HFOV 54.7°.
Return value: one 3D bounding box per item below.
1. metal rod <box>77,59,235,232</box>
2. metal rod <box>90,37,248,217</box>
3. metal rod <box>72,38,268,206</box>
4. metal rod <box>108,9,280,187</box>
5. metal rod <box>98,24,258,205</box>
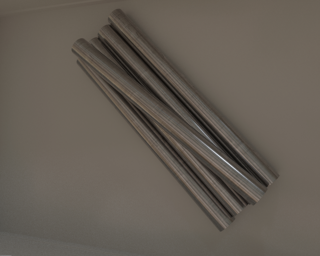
[{"bbox_3d":[-0.013,0.009,0.414,0.025,0.025,0.300,-45,76,14],"label":"metal rod"},{"bbox_3d":[0.001,-0.011,0.409,0.025,0.025,0.300,-45,76,14],"label":"metal rod"},{"bbox_3d":[0.000,-0.017,0.382,0.300,0.025,0.025,40,103,15],"label":"metal rod"},{"bbox_3d":[0.034,-0.046,0.397,0.025,0.025,0.300,-45,76,14],"label":"metal rod"},{"bbox_3d":[0.019,-0.026,0.402,0.025,0.025,0.300,-45,76,14],"label":"metal rod"}]
